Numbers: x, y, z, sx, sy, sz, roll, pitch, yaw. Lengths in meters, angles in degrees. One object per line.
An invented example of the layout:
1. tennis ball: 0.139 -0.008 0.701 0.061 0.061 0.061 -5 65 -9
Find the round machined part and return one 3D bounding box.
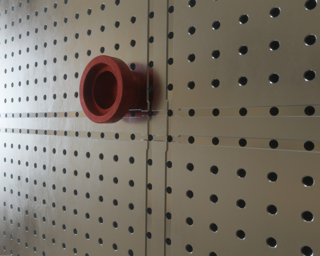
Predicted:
1. round machined part: -0.073 -0.055 0.460 0.098 0.042 0.097 0 90 40
